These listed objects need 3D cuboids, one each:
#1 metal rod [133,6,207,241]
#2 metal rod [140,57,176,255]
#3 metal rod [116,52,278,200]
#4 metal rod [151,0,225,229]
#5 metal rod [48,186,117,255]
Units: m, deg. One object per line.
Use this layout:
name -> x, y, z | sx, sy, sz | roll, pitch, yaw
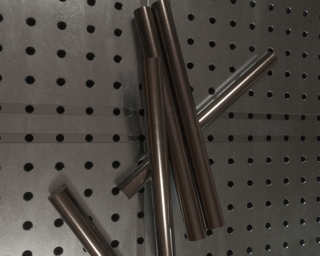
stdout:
metal rod -> 0.012, -0.008, 0.396 | 0.025, 0.025, 0.298 | -12, 86, -20
metal rod -> 0.001, 0.064, 0.388 | 0.025, 0.025, 0.298 | -9, 103, -20
metal rod -> 0.062, -0.012, 0.436 | 0.301, 0.025, 0.025 | -41, 103, -16
metal rod -> 0.035, -0.020, 0.403 | 0.025, 0.025, 0.298 | -12, 86, -20
metal rod -> -0.045, 0.201, 0.397 | 0.025, 0.025, 0.299 | -35, 102, -17
